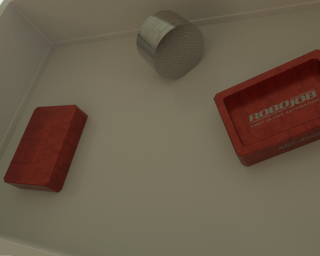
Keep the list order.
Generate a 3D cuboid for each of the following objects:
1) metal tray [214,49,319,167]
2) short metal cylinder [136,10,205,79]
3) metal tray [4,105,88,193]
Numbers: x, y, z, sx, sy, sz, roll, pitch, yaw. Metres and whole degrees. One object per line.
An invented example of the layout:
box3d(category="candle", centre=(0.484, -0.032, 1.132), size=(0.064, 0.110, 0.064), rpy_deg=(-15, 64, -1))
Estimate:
box3d(category="metal tray", centre=(0.136, -0.023, 0.344), size=(0.130, 0.030, 0.090), rpy_deg=(-24, 53, 13))
box3d(category="short metal cylinder", centre=(0.014, -0.116, 0.433), size=(0.080, 0.080, 0.050), rpy_deg=(-40, 51, 1))
box3d(category="metal tray", centre=(-0.173, 0.028, 0.473), size=(0.090, 0.030, 0.130), rpy_deg=(-1, 61, 27))
